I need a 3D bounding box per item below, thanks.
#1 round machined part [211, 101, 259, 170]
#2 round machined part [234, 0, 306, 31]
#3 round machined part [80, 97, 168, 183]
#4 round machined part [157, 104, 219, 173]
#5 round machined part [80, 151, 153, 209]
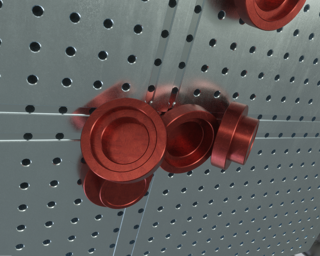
[{"bbox_3d":[0.110,0.014,0.439,0.098,0.042,0.097,-52,152,-41],"label":"round machined part"},{"bbox_3d":[0.128,-0.170,0.367,0.099,0.042,0.097,-14,125,-21],"label":"round machined part"},{"bbox_3d":[-0.039,0.017,0.366,0.098,0.098,0.042,-36,164,-5],"label":"round machined part"},{"bbox_3d":[0.030,0.011,0.425,0.099,0.042,0.097,-14,125,-21],"label":"round machined part"},{"bbox_3d":[-0.053,0.069,0.416,0.099,0.042,0.097,-14,125,-21],"label":"round machined part"}]
